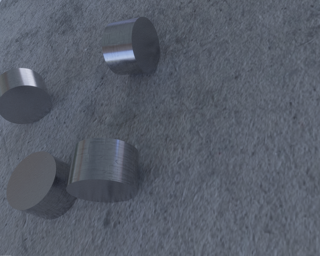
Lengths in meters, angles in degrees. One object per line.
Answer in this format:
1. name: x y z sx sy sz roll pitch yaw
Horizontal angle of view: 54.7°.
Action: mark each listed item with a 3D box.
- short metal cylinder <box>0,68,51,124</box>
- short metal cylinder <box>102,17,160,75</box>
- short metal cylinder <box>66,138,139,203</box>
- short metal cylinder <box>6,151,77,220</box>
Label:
1. short metal cylinder: -0.229 -0.053 0.518 0.080 0.080 0.050 -36 52 4
2. short metal cylinder: -0.041 -0.121 0.463 0.050 0.080 0.080 0 62 28
3. short metal cylinder: -0.066 0.053 0.370 0.080 0.080 0.050 -13 57 21
4. short metal cylinder: -0.157 0.078 0.420 0.080 0.050 0.080 -13 56 20
